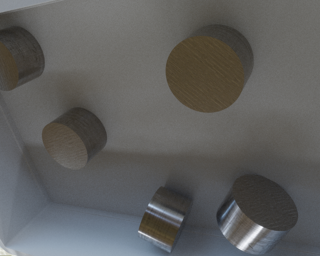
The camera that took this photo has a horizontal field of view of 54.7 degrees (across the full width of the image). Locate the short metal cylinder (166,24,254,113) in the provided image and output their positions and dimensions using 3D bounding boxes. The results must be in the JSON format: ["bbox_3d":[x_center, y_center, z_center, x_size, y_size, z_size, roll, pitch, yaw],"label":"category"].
[{"bbox_3d":[0.053,-0.063,0.325,0.080,0.050,0.079,13,124,20],"label":"short metal cylinder"}]

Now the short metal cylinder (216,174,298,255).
[{"bbox_3d":[0.116,0.103,0.375,0.080,0.080,0.050,27,128,11],"label":"short metal cylinder"}]

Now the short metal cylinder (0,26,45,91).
[{"bbox_3d":[-0.214,-0.099,0.441,0.080,0.050,0.079,13,124,20],"label":"short metal cylinder"}]

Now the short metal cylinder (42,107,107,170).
[{"bbox_3d":[-0.128,0.016,0.467,0.080,0.050,0.079,13,124,20],"label":"short metal cylinder"}]

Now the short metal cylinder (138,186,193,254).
[{"bbox_3d":[0.009,0.131,0.448,0.050,0.080,0.079,22,127,15],"label":"short metal cylinder"}]
